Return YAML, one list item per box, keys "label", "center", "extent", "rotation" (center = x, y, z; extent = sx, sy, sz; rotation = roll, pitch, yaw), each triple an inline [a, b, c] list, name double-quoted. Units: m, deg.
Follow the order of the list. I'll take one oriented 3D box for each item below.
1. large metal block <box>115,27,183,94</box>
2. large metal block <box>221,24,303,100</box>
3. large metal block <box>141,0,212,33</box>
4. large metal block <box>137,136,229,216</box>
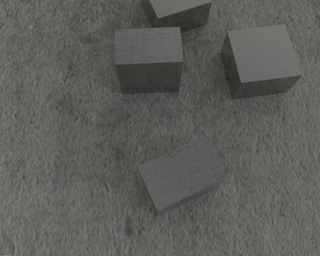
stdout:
- label: "large metal block"
  center: [-0.014, -0.086, 0.410]
  extent: [0.081, 0.080, 0.050]
  rotation: [-3, 70, -2]
- label: "large metal block"
  center: [0.136, -0.091, 0.430]
  extent: [0.081, 0.050, 0.080]
  rotation: [-8, 70, -3]
- label: "large metal block"
  center: [0.020, -0.190, 0.465]
  extent: [0.080, 0.050, 0.080]
  rotation: [-20, 72, -8]
- label: "large metal block"
  center: [0.023, 0.059, 0.358]
  extent: [0.080, 0.080, 0.050]
  rotation: [-23, 72, -9]
